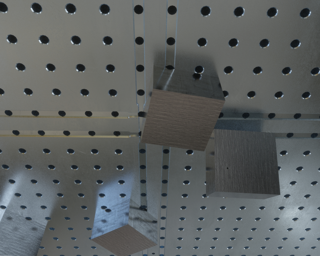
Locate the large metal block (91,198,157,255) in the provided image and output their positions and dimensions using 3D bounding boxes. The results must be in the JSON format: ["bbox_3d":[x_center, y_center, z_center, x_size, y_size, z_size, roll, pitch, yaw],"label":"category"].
[{"bbox_3d":[-0.061,0.179,0.547,0.080,0.050,0.080,-28,125,21],"label":"large metal block"}]

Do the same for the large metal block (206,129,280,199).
[{"bbox_3d":[0.106,0.049,0.410,0.081,0.080,0.050,4,160,-4],"label":"large metal block"}]

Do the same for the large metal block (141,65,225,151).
[{"bbox_3d":[0.024,-0.022,0.377,0.081,0.050,0.079,9,130,-8],"label":"large metal block"}]

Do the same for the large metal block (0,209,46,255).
[{"bbox_3d":[-0.261,0.203,0.545,0.050,0.080,0.080,-37,121,27],"label":"large metal block"}]
